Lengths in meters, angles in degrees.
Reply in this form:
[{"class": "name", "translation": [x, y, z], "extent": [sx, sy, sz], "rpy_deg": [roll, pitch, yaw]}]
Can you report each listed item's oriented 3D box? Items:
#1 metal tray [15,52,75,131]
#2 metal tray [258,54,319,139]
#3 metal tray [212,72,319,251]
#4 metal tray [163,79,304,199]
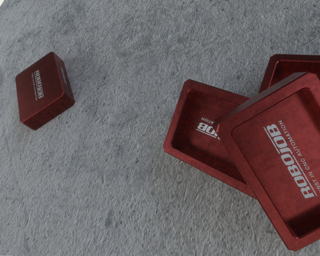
[{"class": "metal tray", "translation": [-0.208, -0.069, 0.552], "extent": [0.090, 0.030, 0.130], "rpy_deg": [-32, 52, 7]}, {"class": "metal tray", "translation": [0.175, -0.032, 0.328], "extent": [0.130, 0.030, 0.090], "rpy_deg": [11, 67, 32]}, {"class": "metal tray", "translation": [0.117, 0.029, 0.268], "extent": [0.090, 0.030, 0.130], "rpy_deg": [-31, 96, 7]}, {"class": "metal tray", "translation": [0.072, 0.007, 0.334], "extent": [0.130, 0.030, 0.089], "rpy_deg": [25, 101, 36]}]
